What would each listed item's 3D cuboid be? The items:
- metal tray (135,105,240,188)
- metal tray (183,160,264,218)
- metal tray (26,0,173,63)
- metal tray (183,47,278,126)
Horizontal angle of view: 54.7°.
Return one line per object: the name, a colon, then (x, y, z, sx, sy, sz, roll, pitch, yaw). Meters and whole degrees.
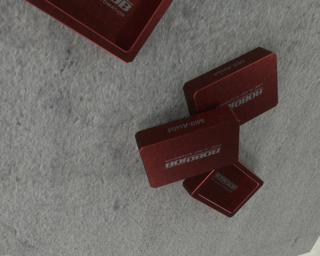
metal tray: (0.040, 0.028, 0.418, 0.131, 0.030, 0.090, -17, 135, -4)
metal tray: (0.110, 0.094, 0.524, 0.090, 0.030, 0.130, -49, 129, 6)
metal tray: (-0.058, -0.132, 0.290, 0.131, 0.030, 0.090, 27, 104, -38)
metal tray: (0.103, -0.046, 0.434, 0.131, 0.030, 0.090, -27, 128, -12)
